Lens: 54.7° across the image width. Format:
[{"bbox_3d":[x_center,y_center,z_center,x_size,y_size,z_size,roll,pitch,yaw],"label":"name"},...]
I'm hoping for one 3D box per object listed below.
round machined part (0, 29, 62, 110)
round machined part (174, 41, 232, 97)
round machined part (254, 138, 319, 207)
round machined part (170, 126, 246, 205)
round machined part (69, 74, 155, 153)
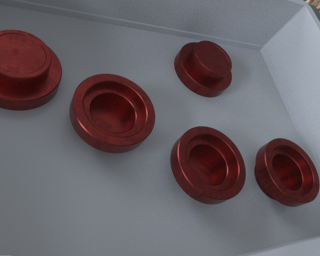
[{"bbox_3d":[-0.162,-0.072,0.352,0.099,0.042,0.098,14,56,-21],"label":"round machined part"},{"bbox_3d":[0.076,-0.101,0.500,0.099,0.042,0.098,14,56,-21],"label":"round machined part"},{"bbox_3d":[0.179,0.067,0.453,0.099,0.042,0.098,14,56,-21],"label":"round machined part"},{"bbox_3d":[0.057,0.050,0.396,0.099,0.042,0.098,14,56,-21],"label":"round machined part"},{"bbox_3d":[-0.059,-0.014,0.372,0.099,0.042,0.098,14,56,-21],"label":"round machined part"}]
